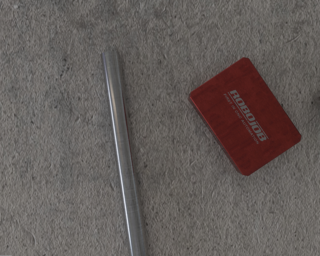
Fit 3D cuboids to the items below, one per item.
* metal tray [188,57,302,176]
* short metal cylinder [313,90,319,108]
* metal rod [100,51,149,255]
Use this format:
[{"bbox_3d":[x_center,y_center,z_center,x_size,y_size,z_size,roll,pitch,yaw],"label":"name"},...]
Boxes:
[{"bbox_3d":[0.109,-0.015,0.408,0.090,0.030,0.130,-34,90,0],"label":"metal tray"},{"bbox_3d":[0.243,-0.037,0.384,0.080,0.080,0.050,-30,90,0],"label":"short metal cylinder"},{"bbox_3d":[-0.045,0.049,0.409,0.025,0.025,0.298,-8,90,0],"label":"metal rod"}]
